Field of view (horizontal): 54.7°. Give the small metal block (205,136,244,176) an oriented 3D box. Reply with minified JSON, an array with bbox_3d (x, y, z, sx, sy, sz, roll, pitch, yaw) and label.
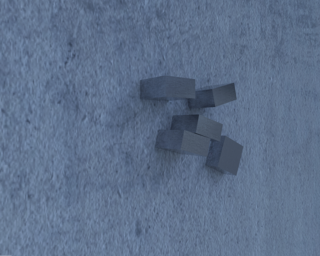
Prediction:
[{"bbox_3d":[0.103,0.044,0.494,0.050,0.025,0.050,28,73,-37],"label":"small metal block"}]

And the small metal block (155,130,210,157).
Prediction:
[{"bbox_3d":[0.030,0.020,0.416,0.050,0.050,0.025,18,79,-39],"label":"small metal block"}]

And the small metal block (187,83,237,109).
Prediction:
[{"bbox_3d":[0.075,-0.047,0.454,0.050,0.050,0.025,-20,103,-39],"label":"small metal block"}]

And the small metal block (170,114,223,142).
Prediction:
[{"bbox_3d":[0.051,0.000,0.433,0.050,0.050,0.025,19,78,-39],"label":"small metal block"}]

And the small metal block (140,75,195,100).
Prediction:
[{"bbox_3d":[0.010,-0.050,0.398,0.050,0.050,0.025,-1,91,-40],"label":"small metal block"}]
